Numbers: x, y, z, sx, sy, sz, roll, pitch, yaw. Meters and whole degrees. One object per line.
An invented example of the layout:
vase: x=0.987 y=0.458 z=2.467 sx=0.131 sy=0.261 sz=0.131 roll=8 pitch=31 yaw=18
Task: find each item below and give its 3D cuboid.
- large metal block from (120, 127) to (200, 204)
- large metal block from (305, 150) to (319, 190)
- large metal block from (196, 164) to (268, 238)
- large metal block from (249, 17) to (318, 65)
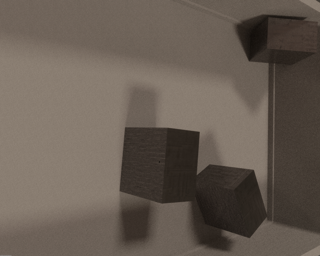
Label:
large metal block: x=-0.002 y=0.041 z=0.371 sx=0.050 sy=0.080 sz=0.080 roll=7 pitch=85 yaw=-40
large metal block: x=0.392 y=0.099 z=0.707 sx=0.050 sy=0.080 sz=0.080 roll=-41 pitch=115 yaw=-33
large metal block: x=0.101 y=0.105 z=0.459 sx=0.050 sy=0.080 sz=0.080 roll=-33 pitch=111 yaw=-35
large metal block: x=0.206 y=-0.144 z=0.525 sx=0.081 sy=0.080 sz=0.050 roll=4 pitch=87 yaw=-4
